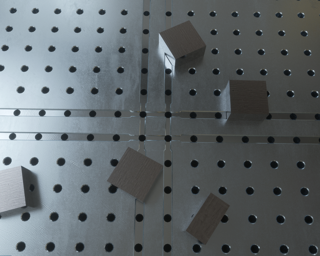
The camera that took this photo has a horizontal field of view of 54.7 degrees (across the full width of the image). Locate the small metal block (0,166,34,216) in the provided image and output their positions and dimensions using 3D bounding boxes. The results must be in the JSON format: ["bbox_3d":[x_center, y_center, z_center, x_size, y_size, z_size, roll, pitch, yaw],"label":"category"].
[{"bbox_3d":[-0.188,0.079,0.381,0.050,0.025,0.050,-14,71,-6],"label":"small metal block"}]

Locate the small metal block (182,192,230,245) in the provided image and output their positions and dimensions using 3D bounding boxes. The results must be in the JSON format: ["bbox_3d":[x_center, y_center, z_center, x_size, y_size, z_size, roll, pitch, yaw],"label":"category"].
[{"bbox_3d":[0.052,0.106,0.360,0.025,0.050,0.050,34,73,11],"label":"small metal block"}]

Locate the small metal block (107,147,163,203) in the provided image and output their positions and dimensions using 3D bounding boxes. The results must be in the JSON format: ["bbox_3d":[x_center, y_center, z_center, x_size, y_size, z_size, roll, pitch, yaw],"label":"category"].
[{"bbox_3d":[-0.030,0.059,0.390,0.050,0.025,0.050,28,72,9],"label":"small metal block"}]

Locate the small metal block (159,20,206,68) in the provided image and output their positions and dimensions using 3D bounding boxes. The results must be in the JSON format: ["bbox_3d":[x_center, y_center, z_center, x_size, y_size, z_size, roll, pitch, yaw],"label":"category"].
[{"bbox_3d":[0.032,-0.124,0.457,0.050,0.025,0.050,-26,72,-10],"label":"small metal block"}]

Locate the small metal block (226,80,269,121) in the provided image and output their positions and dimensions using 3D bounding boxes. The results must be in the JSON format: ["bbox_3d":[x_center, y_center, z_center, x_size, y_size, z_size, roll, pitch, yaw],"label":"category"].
[{"bbox_3d":[0.119,-0.038,0.427,0.050,0.025,0.050,2,70,0],"label":"small metal block"}]
